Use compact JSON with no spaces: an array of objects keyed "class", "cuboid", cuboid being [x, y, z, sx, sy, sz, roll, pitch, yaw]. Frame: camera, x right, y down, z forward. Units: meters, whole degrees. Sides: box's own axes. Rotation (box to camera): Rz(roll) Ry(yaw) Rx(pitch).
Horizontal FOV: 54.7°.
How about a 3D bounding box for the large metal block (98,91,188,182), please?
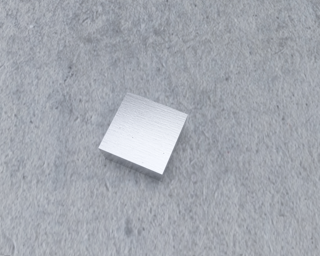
[{"class":"large metal block","cuboid":[-0.019,0.012,0.390,0.080,0.050,0.080,22,71,7]}]
